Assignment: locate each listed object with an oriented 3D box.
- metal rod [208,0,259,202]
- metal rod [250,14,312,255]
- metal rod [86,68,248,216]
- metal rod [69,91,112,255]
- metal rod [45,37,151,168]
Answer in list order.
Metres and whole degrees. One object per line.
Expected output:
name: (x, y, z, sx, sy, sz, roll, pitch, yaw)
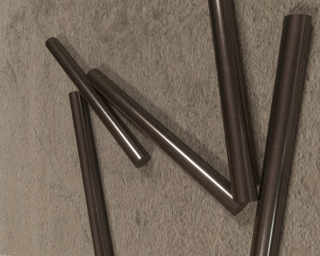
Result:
metal rod: (0.072, -0.074, 0.333, 0.025, 0.025, 0.298, -12, 79, 39)
metal rod: (0.115, 0.042, 0.308, 0.025, 0.025, 0.298, 11, 97, 39)
metal rod: (-0.009, 0.001, 0.410, 0.300, 0.025, 0.025, 41, 115, 32)
metal rod: (-0.109, 0.086, 0.492, 0.025, 0.025, 0.298, -19, 78, 38)
metal rod: (-0.110, -0.054, 0.492, 0.300, 0.025, 0.025, 49, 119, 28)
